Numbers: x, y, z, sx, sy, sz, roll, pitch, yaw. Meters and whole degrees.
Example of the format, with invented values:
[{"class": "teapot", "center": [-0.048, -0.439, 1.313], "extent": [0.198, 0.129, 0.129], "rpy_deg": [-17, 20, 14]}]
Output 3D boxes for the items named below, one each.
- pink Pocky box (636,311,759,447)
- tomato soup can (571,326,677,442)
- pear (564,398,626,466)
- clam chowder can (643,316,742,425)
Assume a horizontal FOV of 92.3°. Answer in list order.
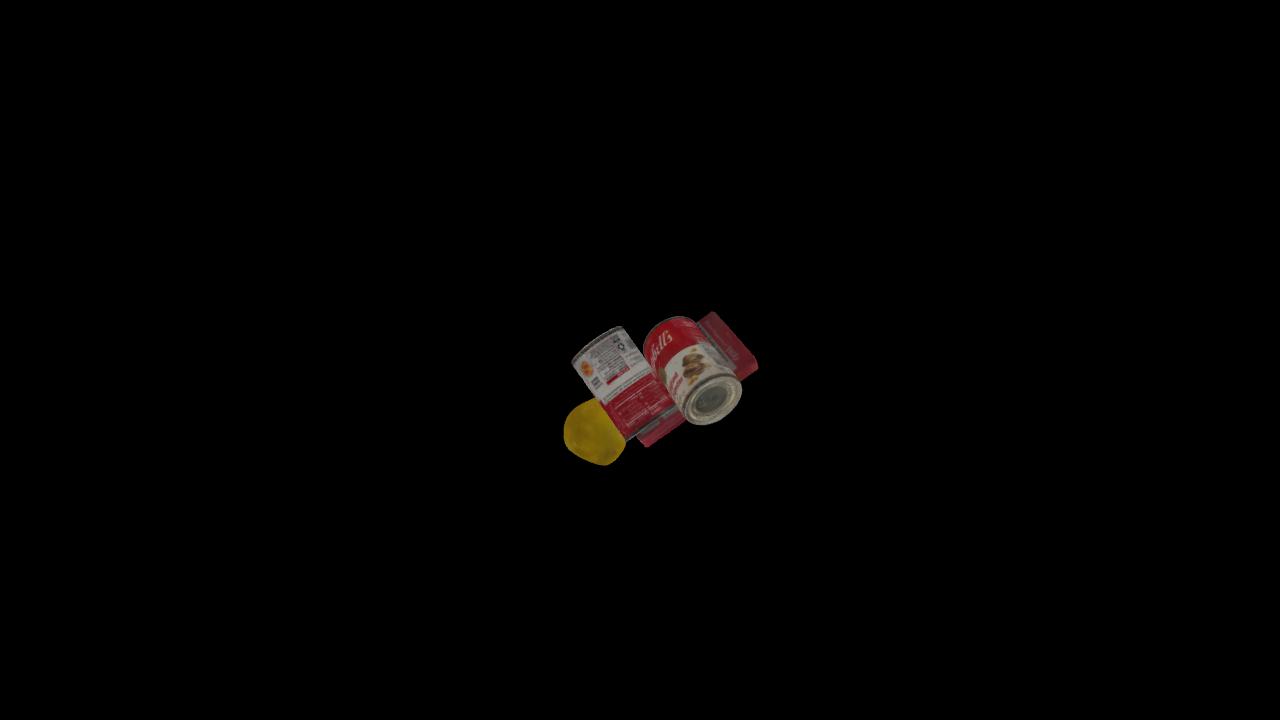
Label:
[{"class": "pink Pocky box", "center": [0.046, 0.020, 0.688], "extent": [0.155, 0.084, 0.029], "rpy_deg": [-36, -33, -1]}, {"class": "tomato soup can", "center": [-0.017, 0.024, 0.633], "extent": [0.068, 0.101, 0.068], "rpy_deg": [-36, -6, -4]}, {"class": "pear", "center": [-0.042, 0.063, 0.713], "extent": [0.080, 0.111, 0.080], "rpy_deg": [23, -6, 3]}, {"class": "clam chowder can", "center": [0.053, 0.010, 0.639], "extent": [0.068, 0.068, 0.102], "rpy_deg": [0, 38, -30]}]
